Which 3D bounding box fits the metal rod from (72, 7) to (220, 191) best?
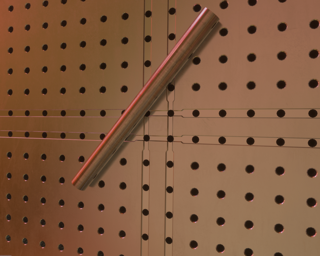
[{"bbox_3d":[-0.027,-0.030,0.422,0.025,0.025,0.299,42,103,15],"label":"metal rod"}]
